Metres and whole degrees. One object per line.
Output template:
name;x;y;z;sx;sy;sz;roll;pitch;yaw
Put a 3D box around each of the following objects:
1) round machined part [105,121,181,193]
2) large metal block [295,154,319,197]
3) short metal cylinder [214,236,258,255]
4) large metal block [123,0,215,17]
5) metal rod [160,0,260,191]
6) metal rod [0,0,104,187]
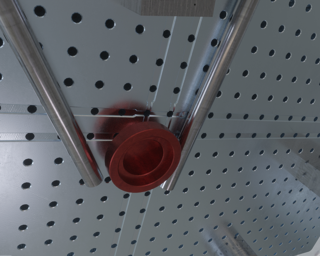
round machined part;-0.025;0.034;0.408;0.099;0.042;0.097;-14;124;-21
large metal block;0.338;0.096;0.620;0.081;0.080;0.050;-10;123;-23
short metal cylinder;0.161;0.278;0.656;0.081;0.050;0.079;-14;124;-21
large metal block;0.012;-0.156;0.305;0.081;0.050;0.079;-8;122;-24
metal rod;0.062;-0.042;0.419;0.025;0.025;0.298;9;114;-32
metal rod;-0.119;-0.047;0.317;0.025;0.025;0.298;-25;128;-13
